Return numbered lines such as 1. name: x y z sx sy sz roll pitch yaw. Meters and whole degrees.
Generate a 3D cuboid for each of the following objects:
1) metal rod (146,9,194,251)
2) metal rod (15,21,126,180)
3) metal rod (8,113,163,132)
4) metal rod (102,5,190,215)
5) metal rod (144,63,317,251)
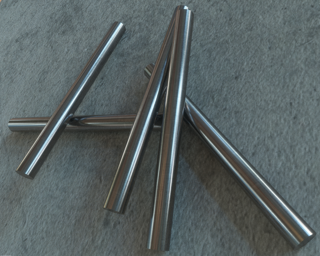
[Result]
1. metal rod: 0.016 -0.013 0.373 0.025 0.025 0.299 -2 69 27
2. metal rod: -0.125 -0.059 0.477 0.025 0.025 0.300 5 56 30
3. metal rod: -0.118 -0.007 0.467 0.300 0.025 0.025 -1 62 27
4. metal rod: -0.009 -0.040 0.398 0.025 0.025 0.300 4 63 30
5. metal rod: 0.058 0.007 0.367 0.025 0.025 0.300 -39 51 2
